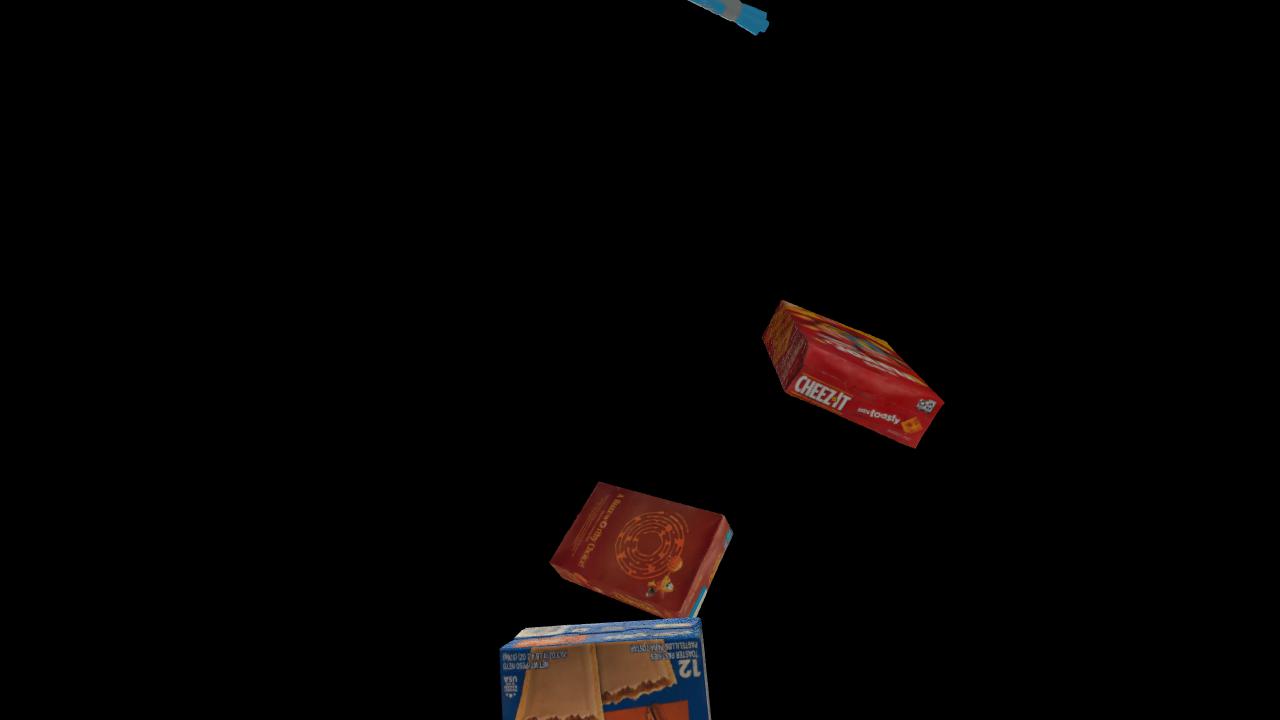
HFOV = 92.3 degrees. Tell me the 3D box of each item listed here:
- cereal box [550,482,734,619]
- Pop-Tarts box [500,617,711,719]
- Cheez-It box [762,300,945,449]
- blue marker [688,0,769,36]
[{"bbox_3d":[0.002,0.367,1.195,0.306,0.203,0.081,7,-41,33],"label":"cereal box"},{"bbox_3d":[-0.024,0.300,0.514,0.167,0.141,0.083,-6,-12,6],"label":"Pop-Tarts box"},{"bbox_3d":[0.250,0.006,0.764,0.166,0.071,0.223,22,19,-3],"label":"Cheez-It box"},{"bbox_3d":[0.053,-0.300,0.505,0.121,0.020,0.020,17,-5,-18],"label":"blue marker"}]
